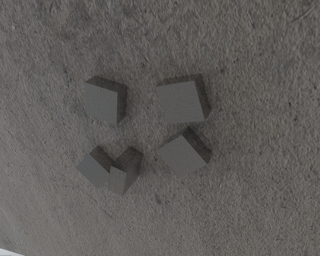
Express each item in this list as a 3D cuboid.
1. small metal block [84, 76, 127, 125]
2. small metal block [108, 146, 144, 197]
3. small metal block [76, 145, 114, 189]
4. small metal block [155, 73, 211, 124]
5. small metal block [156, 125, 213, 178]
[{"bbox_3d":[-0.074,-0.038,0.422,0.050,0.025,0.050,19,126,17],"label":"small metal block"},{"bbox_3d":[-0.051,0.064,0.457,0.025,0.050,0.050,24,127,14],"label":"small metal block"},{"bbox_3d":[-0.100,0.064,0.499,0.050,0.025,0.050,45,129,-3],"label":"small metal block"},{"bbox_3d":[0.028,-0.034,0.371,0.050,0.025,0.050,-5,116,30],"label":"small metal block"},{"bbox_3d":[0.032,0.032,0.410,0.050,0.025,0.050,49,129,-7],"label":"small metal block"}]
